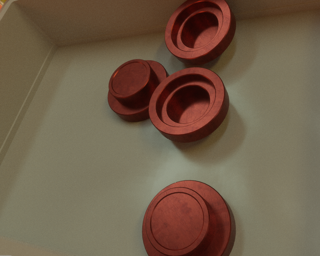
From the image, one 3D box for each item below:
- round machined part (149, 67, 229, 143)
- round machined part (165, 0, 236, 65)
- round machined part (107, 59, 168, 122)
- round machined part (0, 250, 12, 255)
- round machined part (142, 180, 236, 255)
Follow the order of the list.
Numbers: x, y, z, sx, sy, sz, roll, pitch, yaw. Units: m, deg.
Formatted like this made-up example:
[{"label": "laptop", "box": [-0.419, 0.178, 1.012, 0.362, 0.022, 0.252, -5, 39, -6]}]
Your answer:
[{"label": "round machined part", "box": [0.039, -0.025, 0.390, 0.098, 0.042, 0.098, -13, 56, 21]}, {"label": "round machined part", "box": [0.059, -0.133, 0.436, 0.098, 0.042, 0.098, -10, 70, 29]}, {"label": "round machined part", "box": [-0.035, -0.061, 0.451, 0.098, 0.042, 0.098, -13, 56, 21]}, {"label": "round machined part", "box": [-0.201, 0.192, 0.371, 0.098, 0.042, 0.097, -3, 83, 29]}, {"label": "round machined part", "box": [0.025, 0.100, 0.321, 0.098, 0.042, 0.098, -13, 56, 21]}]
